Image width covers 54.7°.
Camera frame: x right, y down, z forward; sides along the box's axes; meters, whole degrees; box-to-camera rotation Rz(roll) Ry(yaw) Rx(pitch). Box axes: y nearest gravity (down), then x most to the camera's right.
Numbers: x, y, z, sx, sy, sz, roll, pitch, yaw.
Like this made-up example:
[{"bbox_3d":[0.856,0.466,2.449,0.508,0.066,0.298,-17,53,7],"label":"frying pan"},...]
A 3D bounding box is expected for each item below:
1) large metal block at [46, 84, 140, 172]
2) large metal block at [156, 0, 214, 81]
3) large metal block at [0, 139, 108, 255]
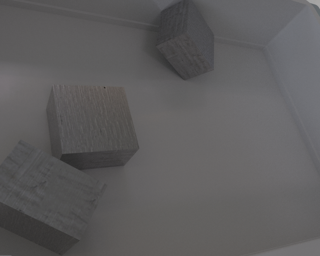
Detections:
[{"bbox_3d":[-0.078,0.000,0.348,0.081,0.050,0.080,-2,63,-29],"label":"large metal block"},{"bbox_3d":[0.041,-0.134,0.471,0.080,0.050,0.080,42,43,-41],"label":"large metal block"},{"bbox_3d":[-0.104,0.066,0.274,0.080,0.080,0.050,30,52,-9],"label":"large metal block"}]
